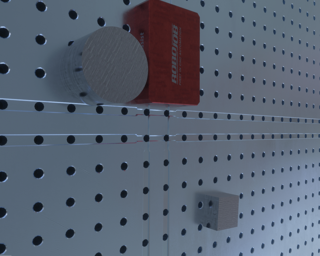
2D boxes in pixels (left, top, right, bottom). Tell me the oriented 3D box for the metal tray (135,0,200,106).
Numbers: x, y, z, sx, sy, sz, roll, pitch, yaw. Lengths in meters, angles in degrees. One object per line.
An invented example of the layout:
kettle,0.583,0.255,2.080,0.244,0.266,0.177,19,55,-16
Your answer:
metal tray,0.012,-0.096,0.416,0.091,0.030,0.129,0,90,-40

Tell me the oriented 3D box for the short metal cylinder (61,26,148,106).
short metal cylinder,-0.060,-0.066,0.342,0.081,0.050,0.079,0,90,-40

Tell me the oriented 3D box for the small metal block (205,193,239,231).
small metal block,0.099,0.132,0.493,0.050,0.025,0.050,6,86,-40
